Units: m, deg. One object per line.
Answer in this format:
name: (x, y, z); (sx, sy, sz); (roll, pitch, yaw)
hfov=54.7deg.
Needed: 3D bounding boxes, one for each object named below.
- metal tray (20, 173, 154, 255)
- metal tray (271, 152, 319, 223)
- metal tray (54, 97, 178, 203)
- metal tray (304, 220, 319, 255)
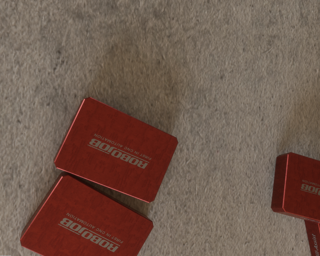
metal tray: (-0.085, 0.123, 0.376); (0.130, 0.030, 0.090); (34, 79, -17)
metal tray: (0.241, 0.098, 0.477); (0.131, 0.030, 0.090); (16, 72, -10)
metal tray: (-0.053, 0.029, 0.388); (0.131, 0.030, 0.090); (26, 81, -19)
metal tray: (0.295, 0.184, 0.518); (0.091, 0.030, 0.129); (-15, 95, -20)
